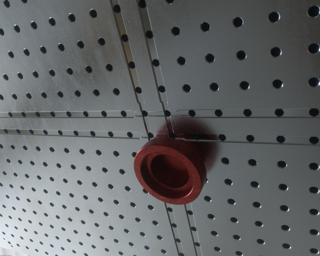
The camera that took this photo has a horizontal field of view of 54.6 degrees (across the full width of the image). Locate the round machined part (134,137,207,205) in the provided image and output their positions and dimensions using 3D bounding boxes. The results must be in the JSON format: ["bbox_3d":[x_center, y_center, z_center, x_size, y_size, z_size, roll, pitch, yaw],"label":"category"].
[{"bbox_3d":[0.017,0.054,0.425,0.098,0.042,0.097,13,124,21],"label":"round machined part"}]
